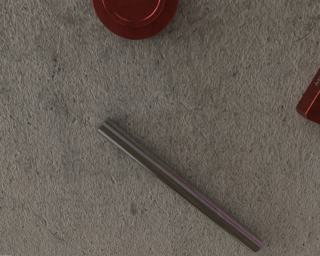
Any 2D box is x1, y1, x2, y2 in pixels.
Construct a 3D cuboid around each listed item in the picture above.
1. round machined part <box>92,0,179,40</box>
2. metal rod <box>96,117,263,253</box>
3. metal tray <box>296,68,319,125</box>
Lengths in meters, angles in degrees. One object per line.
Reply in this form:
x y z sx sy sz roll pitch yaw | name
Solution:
-0.028 -0.149 0.346 0.099 0.042 0.097 0 110 -1 | round machined part
0.036 0.088 0.442 0.300 0.025 0.025 40 105 -14 | metal rod
0.247 -0.058 0.389 0.090 0.030 0.129 22 108 -8 | metal tray
